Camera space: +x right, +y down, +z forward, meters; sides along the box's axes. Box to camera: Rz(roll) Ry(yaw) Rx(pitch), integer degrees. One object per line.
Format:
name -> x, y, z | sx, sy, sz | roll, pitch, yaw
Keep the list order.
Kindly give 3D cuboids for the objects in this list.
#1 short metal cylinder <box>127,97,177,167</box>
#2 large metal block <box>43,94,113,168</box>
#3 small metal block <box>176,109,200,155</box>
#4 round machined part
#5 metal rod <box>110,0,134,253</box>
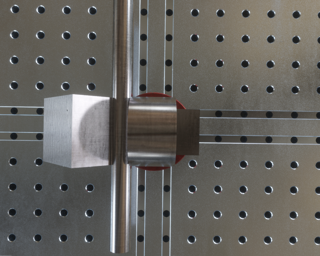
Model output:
short metal cylinder -> -0.008, 0.004, 0.356 | 0.050, 0.080, 0.079 | 1, 90, 0
large metal block -> -0.102, 0.003, 0.379 | 0.050, 0.080, 0.079 | 1, 90, -42
small metal block -> 0.030, 0.004, 0.359 | 0.025, 0.050, 0.050 | 1, 90, 0
round machined part -> -0.008, 0.004, 0.404 | 0.099, 0.042, 0.097 | 0, 90, -1
metal rod -> -0.046, -0.004, 0.371 | 0.025, 0.025, 0.298 | 1, 90, -1
